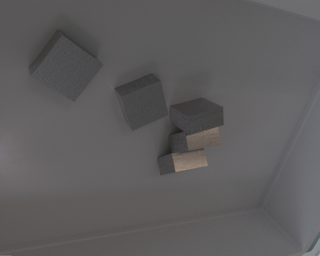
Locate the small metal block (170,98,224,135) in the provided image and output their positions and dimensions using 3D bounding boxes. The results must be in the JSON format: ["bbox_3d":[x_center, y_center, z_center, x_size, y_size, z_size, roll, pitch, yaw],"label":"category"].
[{"bbox_3d":[0.048,-0.017,0.406,0.050,0.050,0.025,-16,115,-20],"label":"small metal block"}]

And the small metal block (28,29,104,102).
[{"bbox_3d":[-0.096,-0.063,0.317,0.050,0.025,0.050,34,99,-39],"label":"small metal block"}]

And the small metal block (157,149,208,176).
[{"bbox_3d":[0.031,0.048,0.436,0.050,0.050,0.025,-7,80,-25],"label":"small metal block"}]

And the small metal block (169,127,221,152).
[{"bbox_3d":[0.047,0.017,0.425,0.050,0.050,0.025,-8,86,-25],"label":"small metal block"}]

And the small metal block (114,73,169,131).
[{"bbox_3d":[-0.022,-0.032,0.377,0.050,0.025,0.050,-24,127,-14],"label":"small metal block"}]
